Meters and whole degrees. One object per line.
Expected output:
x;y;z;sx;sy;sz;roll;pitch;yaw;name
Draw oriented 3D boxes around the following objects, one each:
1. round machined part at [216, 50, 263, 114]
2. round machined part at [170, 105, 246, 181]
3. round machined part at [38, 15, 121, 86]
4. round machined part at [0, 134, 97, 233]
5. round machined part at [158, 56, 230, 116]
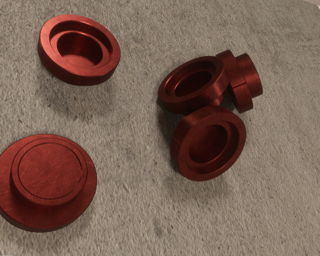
0.123;-0.074;0.471;0.042;0.098;0.098;-23;68;10;round machined part
0.056;0.016;0.392;0.099;0.097;0.042;0;27;-28;round machined part
-0.104;-0.093;0.395;0.099;0.042;0.098;14;56;-21;round machined part
-0.110;0.049;0.305;0.099;0.042;0.098;14;56;-21;round machined part
0.050;-0.053;0.429;0.042;0.098;0.098;55;42;-33;round machined part
